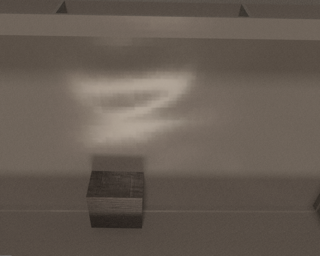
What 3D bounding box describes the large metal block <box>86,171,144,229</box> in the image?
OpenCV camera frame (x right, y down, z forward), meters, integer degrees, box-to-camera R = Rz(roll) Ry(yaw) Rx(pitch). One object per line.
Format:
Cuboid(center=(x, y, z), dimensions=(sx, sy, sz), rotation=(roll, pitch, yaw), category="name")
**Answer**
Cuboid(center=(-0.067, 0.114, 0.489), dimensions=(0.081, 0.050, 0.079), rotation=(2, 130, -2), category="large metal block")
